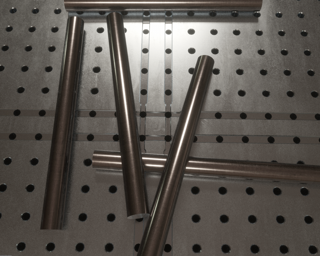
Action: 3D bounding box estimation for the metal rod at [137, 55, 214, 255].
[{"bbox_3d":[0.024,0.027,0.376,0.025,0.025,0.300,16,61,5],"label":"metal rod"}]

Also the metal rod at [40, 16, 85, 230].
[{"bbox_3d":[-0.128,-0.020,0.417,0.025,0.025,0.299,0,70,0],"label":"metal rod"}]

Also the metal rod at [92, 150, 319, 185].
[{"bbox_3d":[0.067,0.050,0.394,0.302,0.025,0.025,4,70,1],"label":"metal rod"}]

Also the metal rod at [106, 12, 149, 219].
[{"bbox_3d":[-0.046,-0.035,0.406,0.025,0.025,0.299,-8,64,-3],"label":"metal rod"}]

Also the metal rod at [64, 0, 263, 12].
[{"bbox_3d":[0.006,-0.195,0.482,0.302,0.025,0.025,0,70,-1],"label":"metal rod"}]
